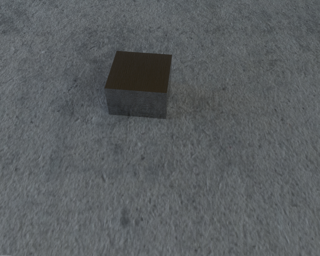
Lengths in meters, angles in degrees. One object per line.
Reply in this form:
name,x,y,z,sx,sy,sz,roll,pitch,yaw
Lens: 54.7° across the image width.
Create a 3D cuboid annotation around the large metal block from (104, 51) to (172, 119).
large metal block,-0.027,-0.062,0.439,0.080,0.050,0.080,5,50,3
